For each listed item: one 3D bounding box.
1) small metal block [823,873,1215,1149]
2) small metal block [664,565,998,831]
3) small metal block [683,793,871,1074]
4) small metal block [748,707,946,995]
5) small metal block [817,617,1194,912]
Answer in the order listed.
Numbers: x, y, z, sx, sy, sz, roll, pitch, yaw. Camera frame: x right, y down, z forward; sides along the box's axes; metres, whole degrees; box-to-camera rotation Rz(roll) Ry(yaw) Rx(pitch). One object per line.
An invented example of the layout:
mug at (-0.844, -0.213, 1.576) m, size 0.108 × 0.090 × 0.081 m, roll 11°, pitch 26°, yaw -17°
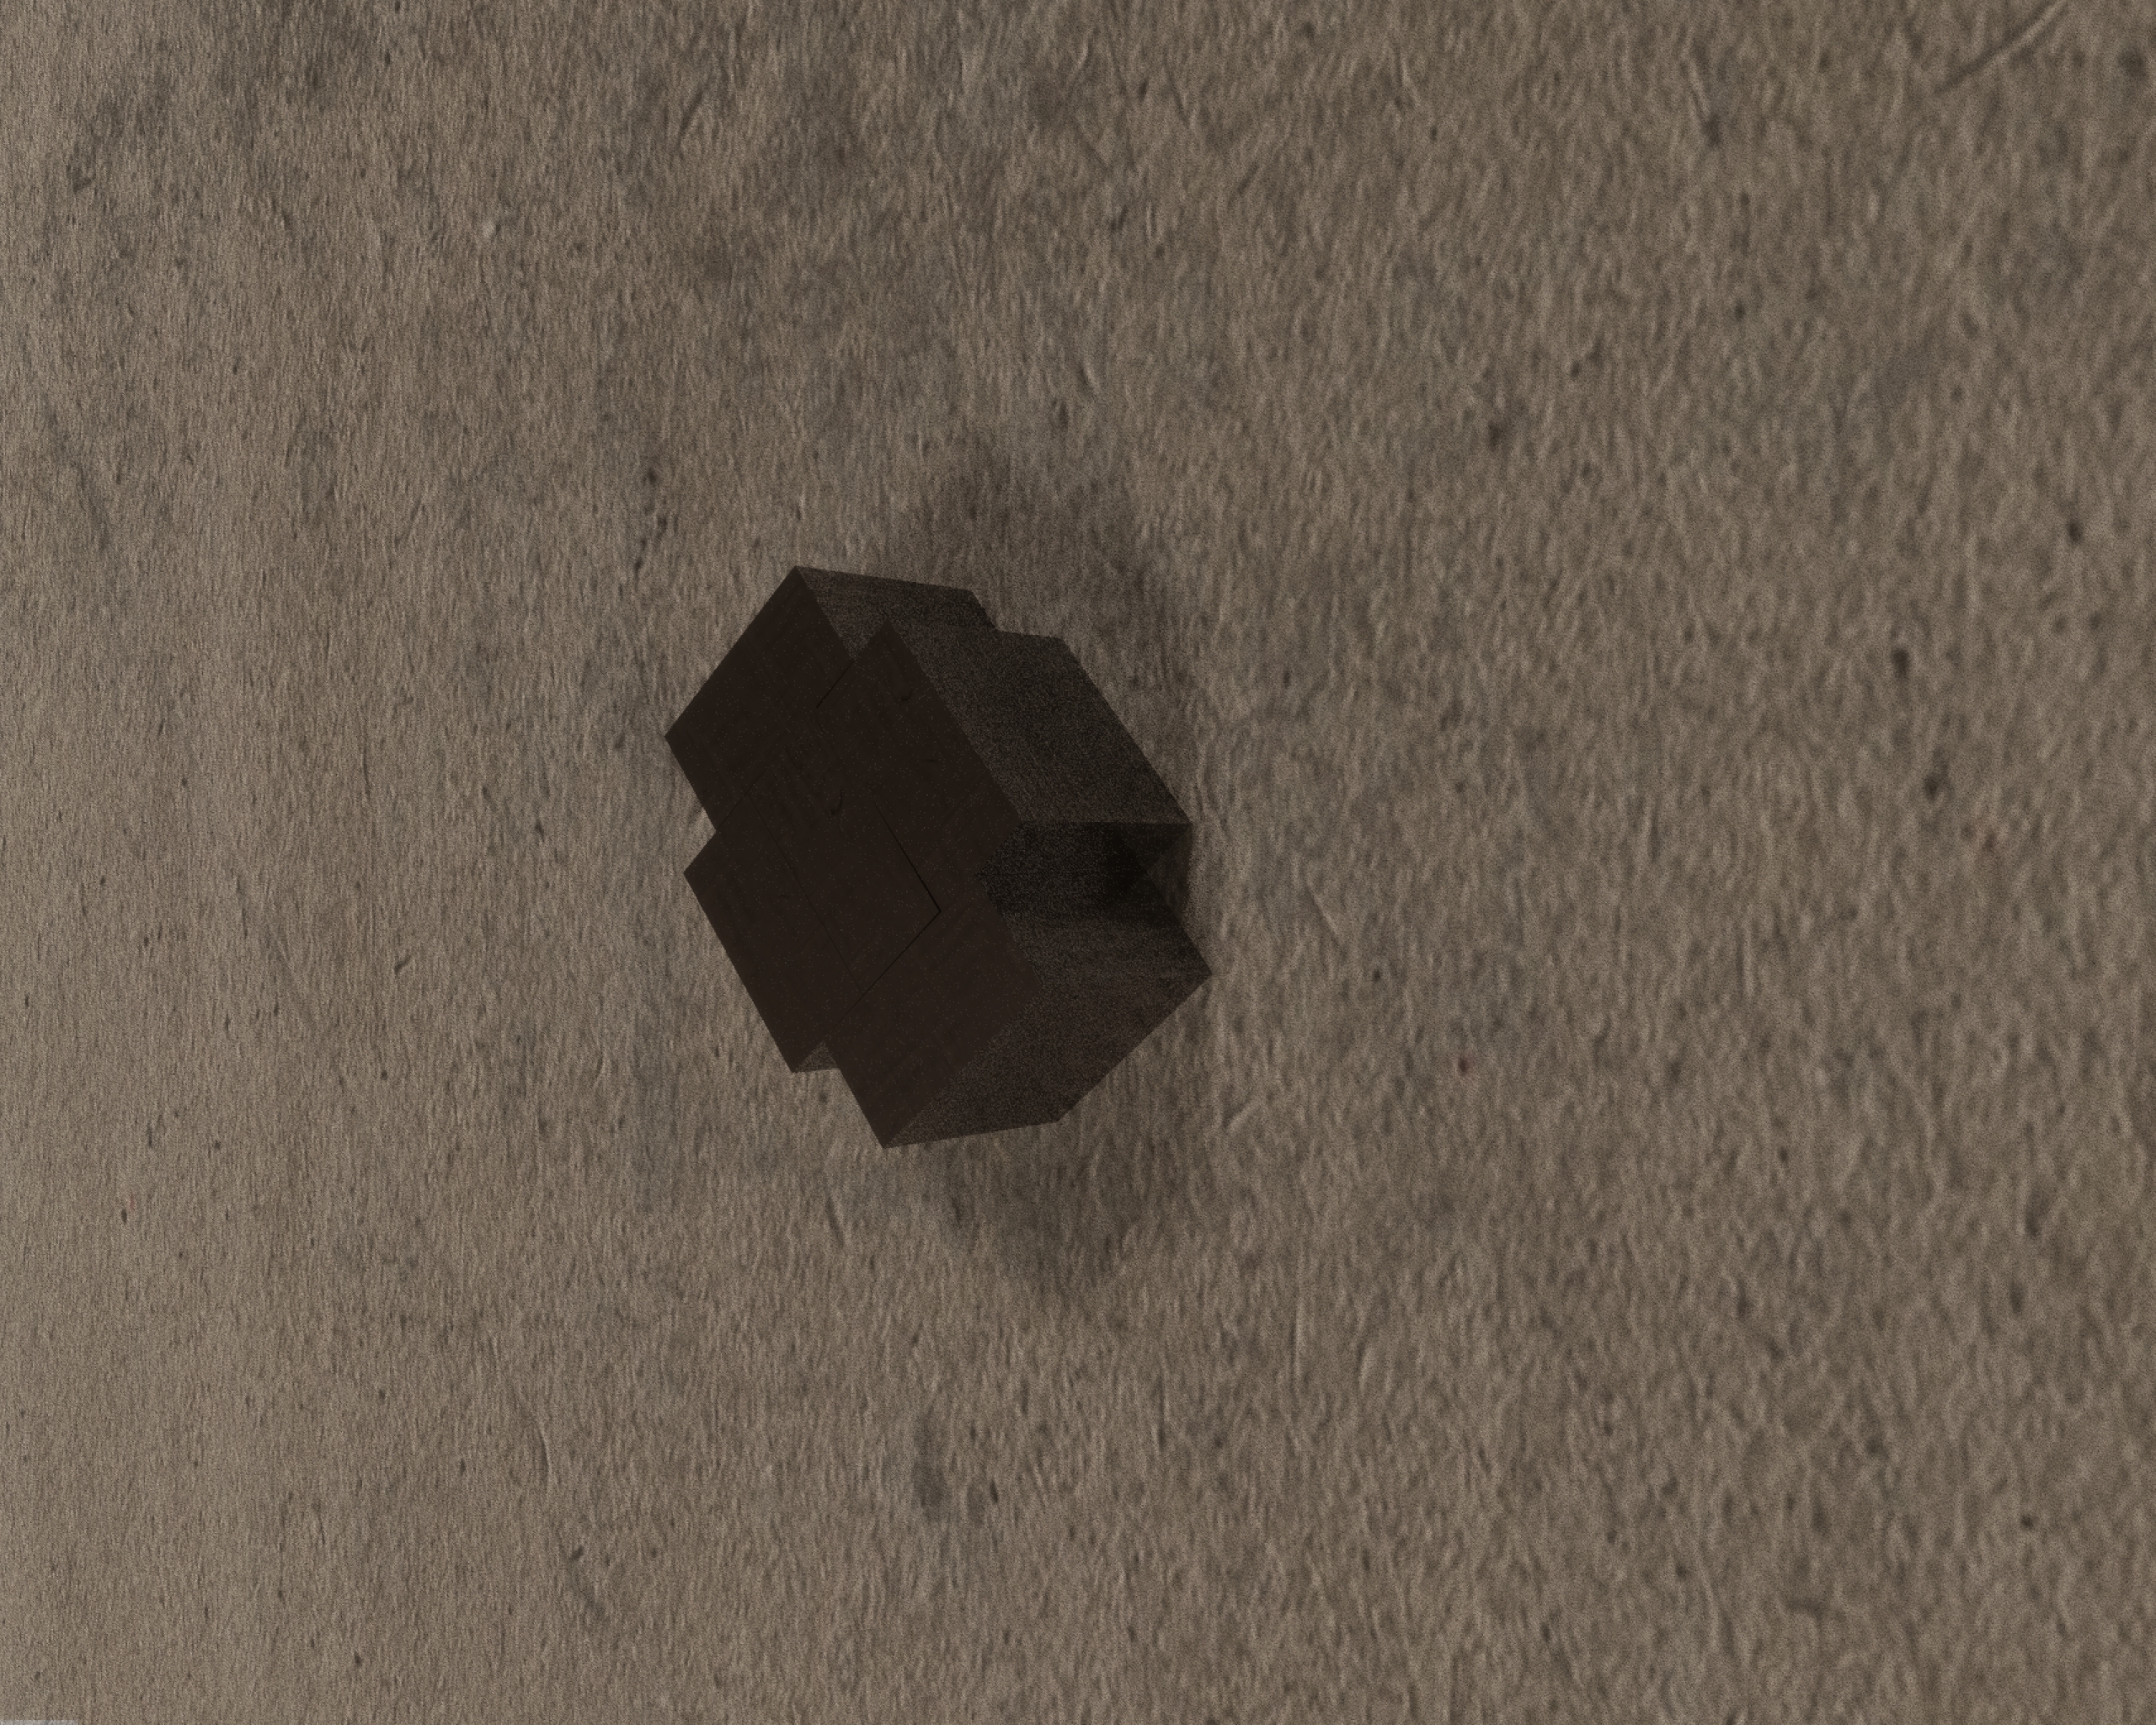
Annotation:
small metal block at (-0.011, 0.027, 0.397) m, size 0.050 × 0.050 × 0.025 m, roll -46°, pitch 63°, yaw 30°
small metal block at (-0.047, -0.032, 0.426) m, size 0.050 × 0.050 × 0.025 m, roll -46°, pitch 63°, yaw 30°
small metal block at (-0.044, 0.013, 0.423) m, size 0.025 × 0.050 × 0.050 m, roll -47°, pitch 62°, yaw 30°
small metal block at (-0.029, -0.003, 0.411) m, size 0.025 × 0.050 × 0.050 m, roll -47°, pitch 62°, yaw 30°
small metal block at (-0.014, -0.018, 0.399) m, size 0.025 × 0.050 × 0.050 m, roll -48°, pitch 62°, yaw 29°
